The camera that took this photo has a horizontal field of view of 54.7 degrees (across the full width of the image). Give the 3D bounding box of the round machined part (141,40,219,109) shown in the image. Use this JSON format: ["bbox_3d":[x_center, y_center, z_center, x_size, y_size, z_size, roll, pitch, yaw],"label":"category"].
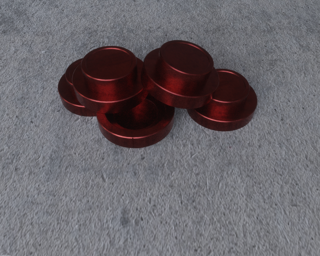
[{"bbox_3d":[0.028,-0.073,0.388,0.099,0.042,0.098,9,48,-10],"label":"round machined part"}]

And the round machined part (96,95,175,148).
[{"bbox_3d":[-0.031,-0.012,0.403,0.099,0.042,0.098,0,50,0],"label":"round machined part"}]

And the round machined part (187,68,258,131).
[{"bbox_3d":[0.086,-0.046,0.432,0.099,0.042,0.098,0,50,0],"label":"round machined part"}]

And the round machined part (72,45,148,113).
[{"bbox_3d":[-0.062,-0.068,0.395,0.099,0.042,0.098,0,50,0],"label":"round machined part"}]

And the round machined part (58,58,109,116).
[{"bbox_3d":[-0.098,-0.066,0.447,0.099,0.042,0.098,0,50,0],"label":"round machined part"}]
